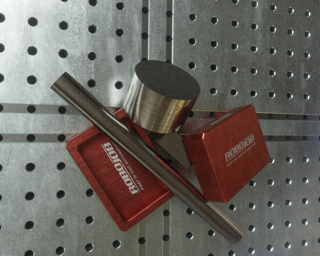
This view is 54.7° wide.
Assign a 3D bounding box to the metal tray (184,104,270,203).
[{"bbox_3d":[0.096,0.030,0.414,0.131,0.030,0.090,-27,100,-43],"label":"metal tray"}]

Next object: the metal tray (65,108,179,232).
[{"bbox_3d":[-0.046,0.050,0.389,0.090,0.030,0.130,-33,101,-17],"label":"metal tray"}]

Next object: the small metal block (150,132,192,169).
[{"bbox_3d":[0.015,0.025,0.400,0.050,0.050,0.025,42,77,-15],"label":"small metal block"}]

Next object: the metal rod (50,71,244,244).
[{"bbox_3d":[-0.004,0.046,0.375,0.300,0.025,0.025,43,77,-16],"label":"metal rod"}]

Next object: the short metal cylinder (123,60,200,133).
[{"bbox_3d":[0.002,-0.039,0.374,0.081,0.080,0.050,9,129,-20],"label":"short metal cylinder"}]
